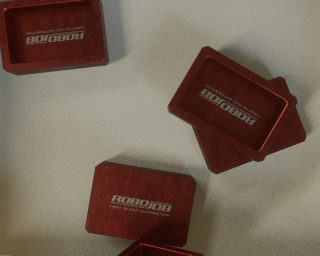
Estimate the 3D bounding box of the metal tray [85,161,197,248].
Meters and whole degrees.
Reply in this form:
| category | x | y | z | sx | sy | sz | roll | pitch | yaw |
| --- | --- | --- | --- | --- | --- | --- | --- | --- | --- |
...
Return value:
| category | x | y | z | sx | sy | sz | roll | pitch | yaw |
| --- | --- | --- | --- | --- | --- | --- | --- | --- | --- |
| metal tray | -0.024 | 0.099 | 0.409 | 0.131 | 0.030 | 0.089 | 9 | 90 | -1 |

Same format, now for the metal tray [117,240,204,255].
| category | x | y | z | sx | sy | sz | roll | pitch | yaw |
| --- | --- | --- | --- | --- | --- | --- | --- | --- | --- |
| metal tray | -0.016 | 0.162 | 0.316 | 0.090 | 0.131 | 0.030 | 3 | 96 | 25 |

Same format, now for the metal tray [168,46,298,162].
| category | x | y | z | sx | sy | sz | roll | pitch | yaw |
| --- | --- | --- | --- | --- | --- | --- | --- | --- | --- |
| metal tray | 0.086 | -0.028 | 0.379 | 0.130 | 0.030 | 0.090 | 30 | 90 | -1 |

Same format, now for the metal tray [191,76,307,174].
| category | x | y | z | sx | sy | sz | roll | pitch | yaw |
| --- | --- | --- | --- | --- | --- | --- | --- | --- | --- |
| metal tray | 0.113 | -0.004 | 0.410 | 0.131 | 0.030 | 0.090 | -21 | 90 | -1 |

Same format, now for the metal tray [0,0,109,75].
| category | x | y | z | sx | sy | sz | roll | pitch | yaw |
| --- | --- | --- | --- | --- | --- | --- | --- | --- | --- |
| metal tray | -0.139 | -0.122 | 0.406 | 0.131 | 0.030 | 0.089 | -7 | 90 | -1 |
